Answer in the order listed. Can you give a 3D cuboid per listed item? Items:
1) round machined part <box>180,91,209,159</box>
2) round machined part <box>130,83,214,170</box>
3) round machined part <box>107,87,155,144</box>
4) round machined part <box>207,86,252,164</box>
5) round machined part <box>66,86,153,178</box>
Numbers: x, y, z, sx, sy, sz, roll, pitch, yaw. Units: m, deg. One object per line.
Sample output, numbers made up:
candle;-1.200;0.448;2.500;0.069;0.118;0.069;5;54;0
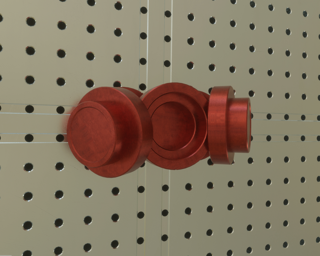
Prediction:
round machined part;0.047;-0.003;0.422;0.099;0.042;0.097;0;90;-21
round machined part;0.011;-0.002;0.363;0.099;0.042;0.097;0;90;-21
round machined part;-0.045;-0.003;0.387;0.099;0.042;0.097;0;90;-21
round machined part;0.089;-0.004;0.384;0.042;0.098;0.097;0;90;20
round machined part;-0.060;0.005;0.328;0.042;0.098;0.097;-9;94;-58
